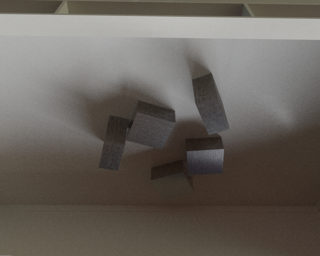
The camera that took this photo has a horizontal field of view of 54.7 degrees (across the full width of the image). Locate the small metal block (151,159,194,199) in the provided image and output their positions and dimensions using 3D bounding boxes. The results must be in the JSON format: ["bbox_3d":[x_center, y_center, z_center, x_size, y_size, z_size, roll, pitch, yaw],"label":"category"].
[{"bbox_3d":[0.019,0.080,0.477,0.050,0.025,0.050,-17,128,14],"label":"small metal block"}]

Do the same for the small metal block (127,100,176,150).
[{"bbox_3d":[-0.012,-0.003,0.406,0.050,0.025,0.050,15,129,-13],"label":"small metal block"}]

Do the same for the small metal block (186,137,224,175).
[{"bbox_3d":[0.064,0.041,0.444,0.050,0.025,0.050,-4,130,3],"label":"small metal block"}]

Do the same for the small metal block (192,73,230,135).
[{"bbox_3d":[0.060,-0.029,0.369,0.025,0.050,0.050,-18,128,14],"label":"small metal block"}]

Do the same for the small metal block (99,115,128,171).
[{"bbox_3d":[-0.061,0.020,0.409,0.025,0.050,0.050,12,129,-10],"label":"small metal block"}]
